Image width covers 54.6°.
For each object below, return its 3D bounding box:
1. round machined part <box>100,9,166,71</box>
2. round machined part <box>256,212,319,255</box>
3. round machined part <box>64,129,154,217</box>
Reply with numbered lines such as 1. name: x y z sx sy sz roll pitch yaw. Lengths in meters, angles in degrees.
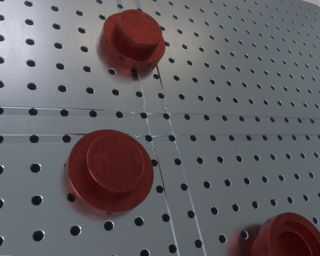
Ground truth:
1. round machined part: -0.036 -0.136 0.461 0.099 0.042 0.098 13 56 -21
2. round machined part: 0.160 0.159 0.386 0.099 0.042 0.098 13 56 -21
3. round machined part: -0.051 0.044 0.342 0.099 0.042 0.098 13 56 -21
